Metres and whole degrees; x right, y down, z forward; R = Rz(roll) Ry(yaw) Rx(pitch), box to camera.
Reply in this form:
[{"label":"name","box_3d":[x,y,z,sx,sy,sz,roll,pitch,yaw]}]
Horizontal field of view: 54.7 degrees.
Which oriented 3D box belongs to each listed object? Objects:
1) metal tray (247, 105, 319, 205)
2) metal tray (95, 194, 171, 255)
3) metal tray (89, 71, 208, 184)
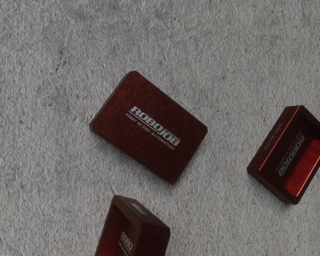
[{"label":"metal tray","box_3d":[0.205,0.040,0.481,0.090,0.030,0.130,40,77,-16]},{"label":"metal tray","box_3d":[-0.037,0.132,0.340,0.030,0.130,0.090,19,84,-19]},{"label":"metal tray","box_3d":[-0.012,0.000,0.402,0.130,0.030,0.090,37,78,-16]}]
